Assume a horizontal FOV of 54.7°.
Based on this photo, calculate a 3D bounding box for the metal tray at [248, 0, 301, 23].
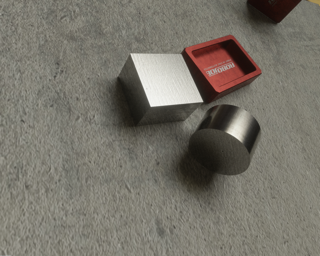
[{"bbox_3d":[0.265,-0.301,0.663,0.090,0.129,0.030,31,52,-8],"label":"metal tray"}]

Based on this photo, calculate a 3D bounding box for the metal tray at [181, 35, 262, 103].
[{"bbox_3d":[0.101,-0.102,0.516,0.131,0.030,0.090,-26,76,-37],"label":"metal tray"}]

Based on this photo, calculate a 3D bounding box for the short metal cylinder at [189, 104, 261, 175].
[{"bbox_3d":[0.085,0.016,0.404,0.080,0.080,0.050,38,51,-3],"label":"short metal cylinder"}]

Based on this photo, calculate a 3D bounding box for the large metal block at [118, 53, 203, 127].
[{"bbox_3d":[-0.001,-0.053,0.419,0.081,0.050,0.080,-8,66,-32],"label":"large metal block"}]
